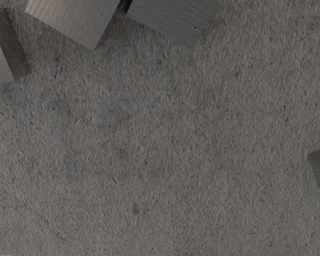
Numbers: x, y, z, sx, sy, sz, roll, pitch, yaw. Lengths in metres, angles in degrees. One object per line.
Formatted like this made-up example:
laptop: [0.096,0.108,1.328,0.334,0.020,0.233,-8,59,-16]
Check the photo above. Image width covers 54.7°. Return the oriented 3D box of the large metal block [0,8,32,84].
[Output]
large metal block: [-0.212,-0.089,0.362,0.080,0.050,0.080,-13,110,5]

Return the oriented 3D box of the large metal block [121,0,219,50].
large metal block: [0.014,-0.143,0.335,0.080,0.050,0.080,22,109,-22]

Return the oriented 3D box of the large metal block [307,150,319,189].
large metal block: [0.262,0.063,0.422,0.080,0.050,0.080,-25,108,9]

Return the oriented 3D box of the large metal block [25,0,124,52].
large metal block: [-0.086,-0.143,0.343,0.080,0.050,0.080,30,107,-11]
